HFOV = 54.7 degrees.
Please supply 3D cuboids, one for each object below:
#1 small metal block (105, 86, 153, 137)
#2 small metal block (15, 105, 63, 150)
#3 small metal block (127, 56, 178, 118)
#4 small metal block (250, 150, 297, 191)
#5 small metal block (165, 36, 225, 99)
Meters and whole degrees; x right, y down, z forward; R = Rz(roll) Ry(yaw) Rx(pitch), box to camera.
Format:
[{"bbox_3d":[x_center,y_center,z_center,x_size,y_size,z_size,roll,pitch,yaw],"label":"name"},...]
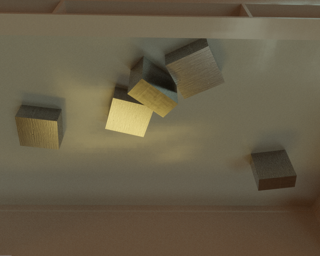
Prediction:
[{"bbox_3d":[-0.038,-0.020,0.392,0.050,0.025,0.050,13,129,-11],"label":"small metal block"},{"bbox_3d":[-0.157,0.000,0.406,0.050,0.025,0.050,7,130,-6],"label":"small metal block"},{"bbox_3d":[-0.008,-0.047,0.352,0.050,0.050,0.025,33,123,-25],"label":"small metal block"},{"bbox_3d":[0.162,0.060,0.447,0.050,0.050,0.025,-7,130,5],"label":"small metal block"},{"bbox_3d":[0.040,-0.068,0.352,0.050,0.025,0.050,-22,127,17],"label":"small metal block"}]
